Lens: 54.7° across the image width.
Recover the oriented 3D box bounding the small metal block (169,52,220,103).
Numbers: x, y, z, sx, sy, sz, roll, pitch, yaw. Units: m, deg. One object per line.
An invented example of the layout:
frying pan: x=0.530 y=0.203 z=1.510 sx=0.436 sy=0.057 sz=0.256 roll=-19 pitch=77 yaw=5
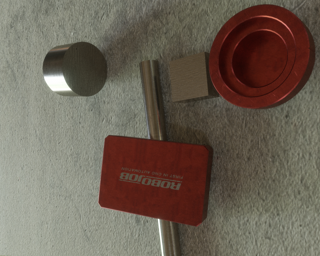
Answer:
small metal block: x=0.041 y=-0.059 z=0.370 sx=0.050 sy=0.025 sz=0.050 roll=-7 pitch=85 yaw=39

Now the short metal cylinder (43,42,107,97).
short metal cylinder: x=-0.128 y=-0.088 z=0.472 sx=0.050 sy=0.081 sz=0.079 roll=5 pitch=93 yaw=39

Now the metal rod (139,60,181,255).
metal rod: x=0.002 y=0.060 z=0.401 sx=0.025 sy=0.025 sz=0.298 roll=-11 pitch=83 yaw=39

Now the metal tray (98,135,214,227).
metal tray: x=-0.007 y=0.059 z=0.374 sx=0.130 sy=0.030 sz=0.089 roll=5 pitch=89 yaw=20

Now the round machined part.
round machined part: x=0.102 y=-0.067 z=0.309 sx=0.098 sy=0.042 sz=0.097 roll=0 pitch=90 yaw=39
